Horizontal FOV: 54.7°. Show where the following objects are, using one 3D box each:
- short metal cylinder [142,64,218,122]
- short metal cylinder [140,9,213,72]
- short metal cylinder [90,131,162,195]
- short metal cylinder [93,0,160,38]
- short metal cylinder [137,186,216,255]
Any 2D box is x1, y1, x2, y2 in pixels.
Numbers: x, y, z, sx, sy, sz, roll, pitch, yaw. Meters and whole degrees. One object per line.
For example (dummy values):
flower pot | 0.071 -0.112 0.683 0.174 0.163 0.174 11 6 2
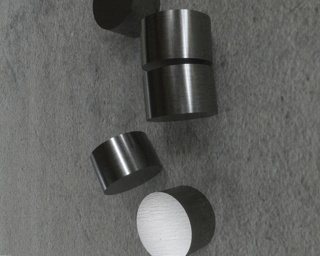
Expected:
short metal cylinder | 0.022 -0.036 0.349 0.080 0.081 0.050 -9 85 39
short metal cylinder | 0.018 -0.094 0.352 0.080 0.081 0.050 -4 88 39
short metal cylinder | -0.044 0.047 0.403 0.080 0.081 0.050 -40 66 32
short metal cylinder | -0.047 -0.169 0.425 0.080 0.050 0.079 0 90 39
short metal cylinder | 0.019 0.113 0.372 0.080 0.050 0.079 0 90 39
